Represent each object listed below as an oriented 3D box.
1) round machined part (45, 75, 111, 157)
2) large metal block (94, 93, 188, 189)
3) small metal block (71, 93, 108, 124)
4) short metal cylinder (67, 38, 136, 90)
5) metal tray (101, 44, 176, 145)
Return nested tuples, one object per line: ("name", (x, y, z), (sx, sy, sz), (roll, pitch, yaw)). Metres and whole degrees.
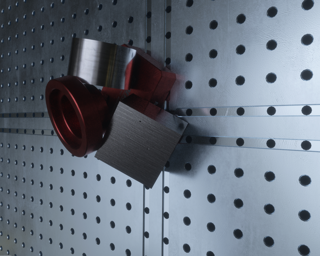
("round machined part", (-0.097, -0.017, 0.379), (0.098, 0.042, 0.097), (28, 130, 40))
("large metal block", (-0.022, 0.015, 0.386), (0.080, 0.050, 0.079), (29, 111, 3))
("small metal block", (-0.106, -0.027, 0.437), (0.025, 0.050, 0.050), (24, 105, 37))
("short metal cylinder", (-0.074, -0.080, 0.392), (0.080, 0.081, 0.050), (17, 101, 38))
("metal tray", (-0.043, -0.041, 0.440), (0.090, 0.030, 0.129), (42, 115, 31))
